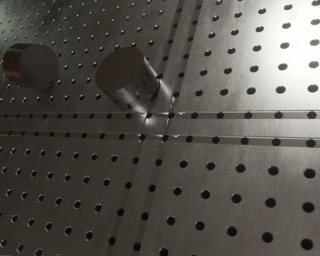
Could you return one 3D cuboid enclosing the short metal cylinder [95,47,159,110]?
[{"bbox_3d":[-0.048,-0.073,0.461,0.080,0.050,0.080,-13,56,20],"label":"short metal cylinder"}]

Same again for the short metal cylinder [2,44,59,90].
[{"bbox_3d":[-0.232,-0.112,0.560,0.050,0.080,0.080,12,68,33],"label":"short metal cylinder"}]
